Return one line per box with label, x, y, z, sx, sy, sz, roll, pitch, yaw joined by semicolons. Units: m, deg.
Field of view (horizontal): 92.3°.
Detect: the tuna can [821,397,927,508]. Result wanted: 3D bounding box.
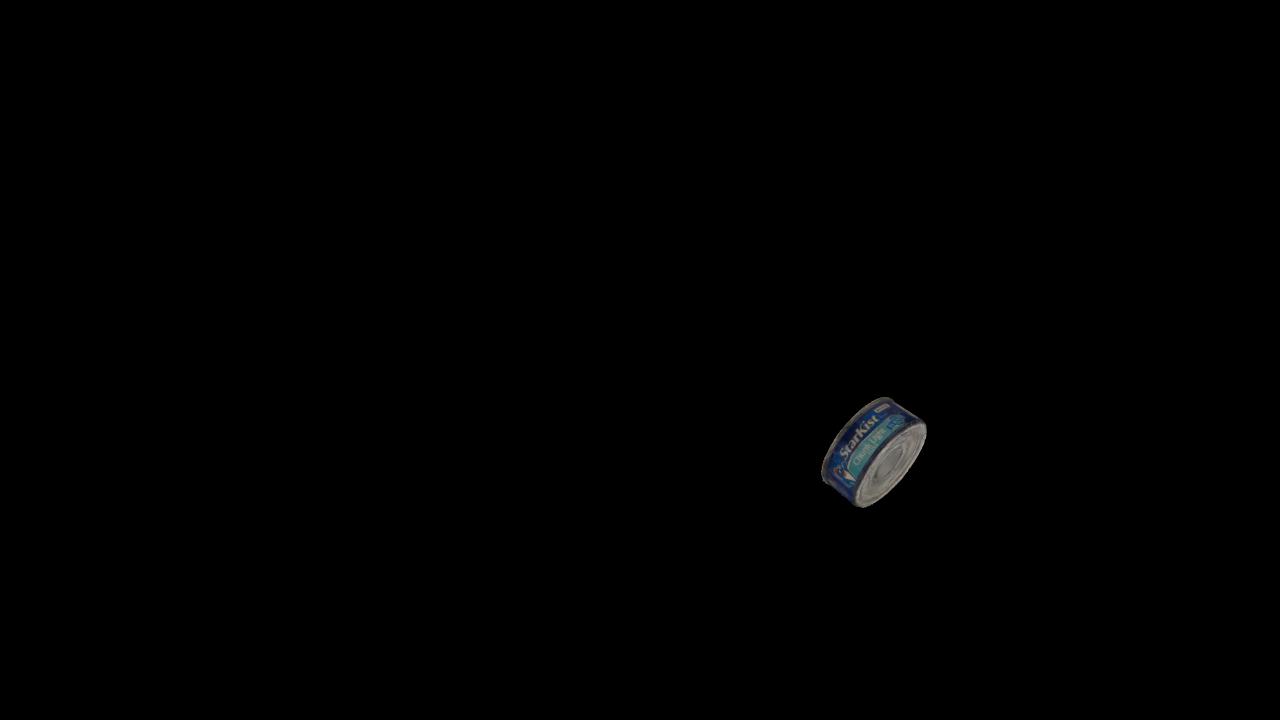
tuna can;0.181;0.072;0.475;0.084;0.084;0.034;0;31;-42
